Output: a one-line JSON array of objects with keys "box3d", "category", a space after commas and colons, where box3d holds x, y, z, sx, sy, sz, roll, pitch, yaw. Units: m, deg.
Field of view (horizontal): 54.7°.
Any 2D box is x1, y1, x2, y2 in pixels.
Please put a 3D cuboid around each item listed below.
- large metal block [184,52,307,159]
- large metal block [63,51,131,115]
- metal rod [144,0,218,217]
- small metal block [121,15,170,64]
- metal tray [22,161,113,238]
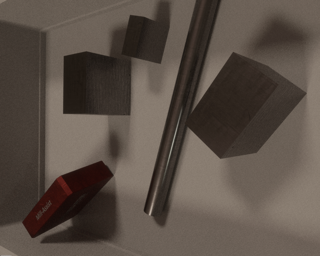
[{"box3d": [0.084, -0.019, 0.301, 0.050, 0.081, 0.080, 47, 118, 29], "category": "large metal block"}, {"box3d": [-0.088, -0.059, 0.441, 0.050, 0.081, 0.079, 2, 91, 40], "category": "large metal block"}, {"box3d": [0.026, -0.030, 0.383, 0.025, 0.025, 0.298, 22, 104, 37], "category": "metal rod"}, {"box3d": [-0.018, -0.114, 0.404, 0.025, 0.050, 0.050, 23, 104, 37], "category": "small metal block"}, {"box3d": [-0.141, 0.109, 0.474, 0.030, 0.091, 0.129, 51, 120, 13], "category": "metal tray"}]
